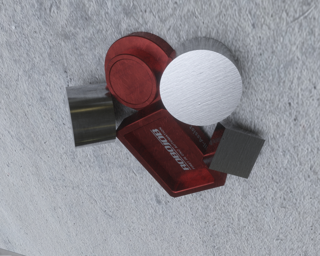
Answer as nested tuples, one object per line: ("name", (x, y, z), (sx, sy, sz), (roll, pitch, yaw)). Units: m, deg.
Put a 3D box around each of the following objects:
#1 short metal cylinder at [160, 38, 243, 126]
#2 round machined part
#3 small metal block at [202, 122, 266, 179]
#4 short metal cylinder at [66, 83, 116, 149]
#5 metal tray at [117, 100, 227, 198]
("short metal cylinder", (0.043, -0.049, 0.326), (0.080, 0.050, 0.079), (3, 119, 6))
("round machined part", (-0.026, -0.062, 0.373), (0.098, 0.042, 0.097), (13, 124, 21))
("small metal block", (0.084, 0.026, 0.357), (0.050, 0.025, 0.050), (16, 105, -14))
("short metal cylinder", (-0.091, -0.016, 0.402), (0.050, 0.080, 0.079), (-9, 124, -17))
("metal tray", (0.016, 0.030, 0.400), (0.090, 0.030, 0.130), (-24, 115, 36))
